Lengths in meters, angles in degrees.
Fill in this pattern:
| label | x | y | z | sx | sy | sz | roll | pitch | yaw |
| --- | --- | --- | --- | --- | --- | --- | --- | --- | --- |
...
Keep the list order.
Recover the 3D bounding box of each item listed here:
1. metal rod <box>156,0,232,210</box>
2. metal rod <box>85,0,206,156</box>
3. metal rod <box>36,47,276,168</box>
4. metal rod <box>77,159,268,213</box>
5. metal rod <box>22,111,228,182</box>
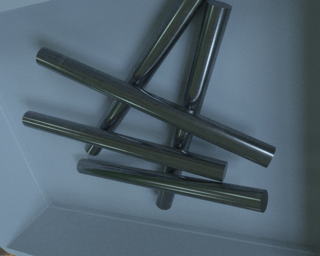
| label | x | y | z | sx | sy | sz | roll | pitch | yaw |
| --- | --- | --- | --- | --- | --- | --- | --- | --- | --- |
| metal rod | 0.032 | -0.003 | 0.389 | 0.025 | 0.025 | 0.298 | 23 | 127 | 14 |
| metal rod | -0.030 | -0.056 | 0.388 | 0.025 | 0.025 | 0.298 | 40 | 129 | 0 |
| metal rod | -0.015 | -0.030 | 0.363 | 0.301 | 0.025 | 0.025 | 25 | 127 | 12 |
| metal rod | -0.007 | 0.071 | 0.424 | 0.300 | 0.025 | 0.025 | 4 | 121 | 36 |
| metal rod | -0.061 | 0.019 | 0.416 | 0.301 | 0.025 | 0.025 | 13 | 124 | 20 |
